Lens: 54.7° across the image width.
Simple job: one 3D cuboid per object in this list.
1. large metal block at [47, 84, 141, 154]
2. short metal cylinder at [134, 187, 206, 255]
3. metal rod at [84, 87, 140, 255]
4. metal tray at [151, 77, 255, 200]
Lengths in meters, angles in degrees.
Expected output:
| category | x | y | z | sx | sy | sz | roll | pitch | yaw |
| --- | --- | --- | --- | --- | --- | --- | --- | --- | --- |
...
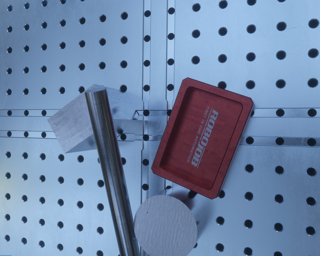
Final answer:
| category | x | y | z | sx | sy | sz | roll | pitch | yaw |
| --- | --- | --- | --- | --- | --- | --- | --- | --- | --- |
| large metal block | -0.084 | -0.011 | 0.413 | 0.080 | 0.080 | 0.050 | -34 | 79 | 17 |
| short metal cylinder | 0.014 | 0.120 | 0.394 | 0.080 | 0.050 | 0.079 | 0 | 90 | 20 |
| metal rod | -0.048 | 0.100 | 0.381 | 0.025 | 0.025 | 0.298 | -2 | 108 | 20 |
| metal tray | 0.053 | 0.012 | 0.391 | 0.090 | 0.030 | 0.129 | 22 | 97 | 18 |
